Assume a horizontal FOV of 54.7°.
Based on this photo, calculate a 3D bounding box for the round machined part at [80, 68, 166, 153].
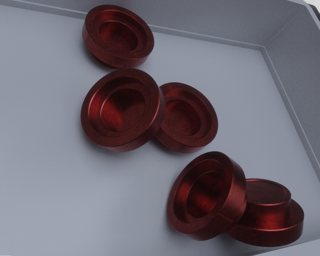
[{"bbox_3d":[-0.039,-0.017,0.363,0.042,0.098,0.098,48,28,-60],"label":"round machined part"}]

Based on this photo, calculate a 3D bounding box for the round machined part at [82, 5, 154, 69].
[{"bbox_3d":[-0.061,-0.123,0.438,0.099,0.042,0.098,14,56,-21],"label":"round machined part"}]

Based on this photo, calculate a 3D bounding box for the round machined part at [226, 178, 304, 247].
[{"bbox_3d":[0.117,0.092,0.366,0.099,0.098,0.042,-12,108,-33],"label":"round machined part"}]

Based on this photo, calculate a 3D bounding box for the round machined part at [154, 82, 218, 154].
[{"bbox_3d":[0.025,-0.010,0.416,0.099,0.042,0.098,14,56,-21],"label":"round machined part"}]

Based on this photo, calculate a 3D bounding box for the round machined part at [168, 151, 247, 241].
[{"bbox_3d":[0.057,0.078,0.346,0.042,0.098,0.098,36,49,-24],"label":"round machined part"}]
